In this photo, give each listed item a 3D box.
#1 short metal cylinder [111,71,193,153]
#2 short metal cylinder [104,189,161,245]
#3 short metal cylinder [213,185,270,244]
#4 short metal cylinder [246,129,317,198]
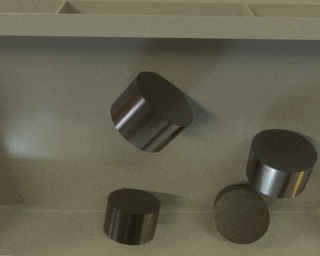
[{"bbox_3d":[-0.009,-0.019,0.357,0.080,0.080,0.050,31,123,-24],"label":"short metal cylinder"},{"bbox_3d":[-0.043,0.135,0.478,0.081,0.080,0.050,9,104,-8],"label":"short metal cylinder"},{"bbox_3d":[0.124,0.131,0.478,0.080,0.050,0.080,0,88,10],"label":"short metal cylinder"},{"bbox_3d":[0.160,0.046,0.414,0.080,0.080,0.050,-1,130,1],"label":"short metal cylinder"}]
